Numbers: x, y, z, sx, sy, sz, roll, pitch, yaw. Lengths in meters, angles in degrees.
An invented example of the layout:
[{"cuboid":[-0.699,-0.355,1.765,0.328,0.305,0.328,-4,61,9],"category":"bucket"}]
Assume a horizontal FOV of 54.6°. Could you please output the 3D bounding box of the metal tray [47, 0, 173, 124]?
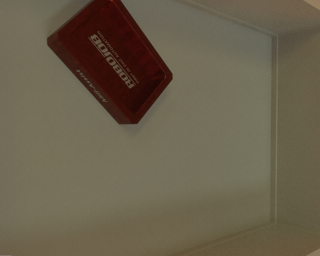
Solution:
[{"cuboid":[-0.050,-0.078,0.359,0.130,0.030,0.090,51,60,-28],"category":"metal tray"}]
